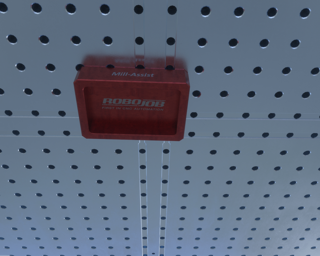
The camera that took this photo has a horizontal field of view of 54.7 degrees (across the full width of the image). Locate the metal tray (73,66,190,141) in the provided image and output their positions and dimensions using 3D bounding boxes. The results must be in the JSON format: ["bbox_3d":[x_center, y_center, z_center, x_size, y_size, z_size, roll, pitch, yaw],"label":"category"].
[{"bbox_3d":[-0.033,-0.027,0.384,0.131,0.030,0.089,2,130,-2],"label":"metal tray"}]
